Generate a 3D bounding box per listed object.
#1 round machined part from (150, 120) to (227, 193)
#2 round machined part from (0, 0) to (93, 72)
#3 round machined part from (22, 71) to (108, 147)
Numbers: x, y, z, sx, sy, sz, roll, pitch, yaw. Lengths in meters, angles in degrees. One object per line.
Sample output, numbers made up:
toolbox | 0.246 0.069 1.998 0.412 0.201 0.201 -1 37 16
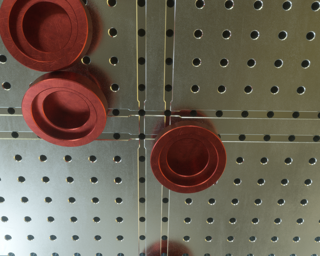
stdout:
round machined part | 0.037 0.035 0.418 0.099 0.042 0.097 0 110 -1
round machined part | -0.126 -0.115 0.355 0.099 0.042 0.097 0 102 2
round machined part | -0.114 -0.027 0.384 0.099 0.042 0.097 -1 126 -1
